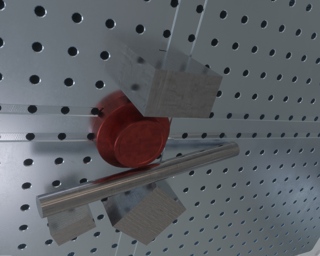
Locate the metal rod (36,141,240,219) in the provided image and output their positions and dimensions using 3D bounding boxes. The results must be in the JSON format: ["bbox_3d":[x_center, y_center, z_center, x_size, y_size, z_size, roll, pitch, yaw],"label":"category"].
[{"bbox_3d":[-0.005,0.059,0.414,0.303,0.025,0.025,-12,124,-34],"label":"metal rod"}]

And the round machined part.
[{"bbox_3d":[-0.031,0.011,0.390,0.099,0.042,0.097,-14,124,-21],"label":"round machined part"}]

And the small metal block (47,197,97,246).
[{"bbox_3d":[-0.117,0.115,0.403,0.050,0.050,0.025,-25,128,-13],"label":"small metal block"}]

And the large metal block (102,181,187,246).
[{"bbox_3d":[-0.022,0.114,0.453,0.080,0.050,0.080,-43,130,1],"label":"large metal block"}]

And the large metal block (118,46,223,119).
[{"bbox_3d":[0.008,-0.052,0.348,0.081,0.080,0.050,1,118,-29],"label":"large metal block"}]
